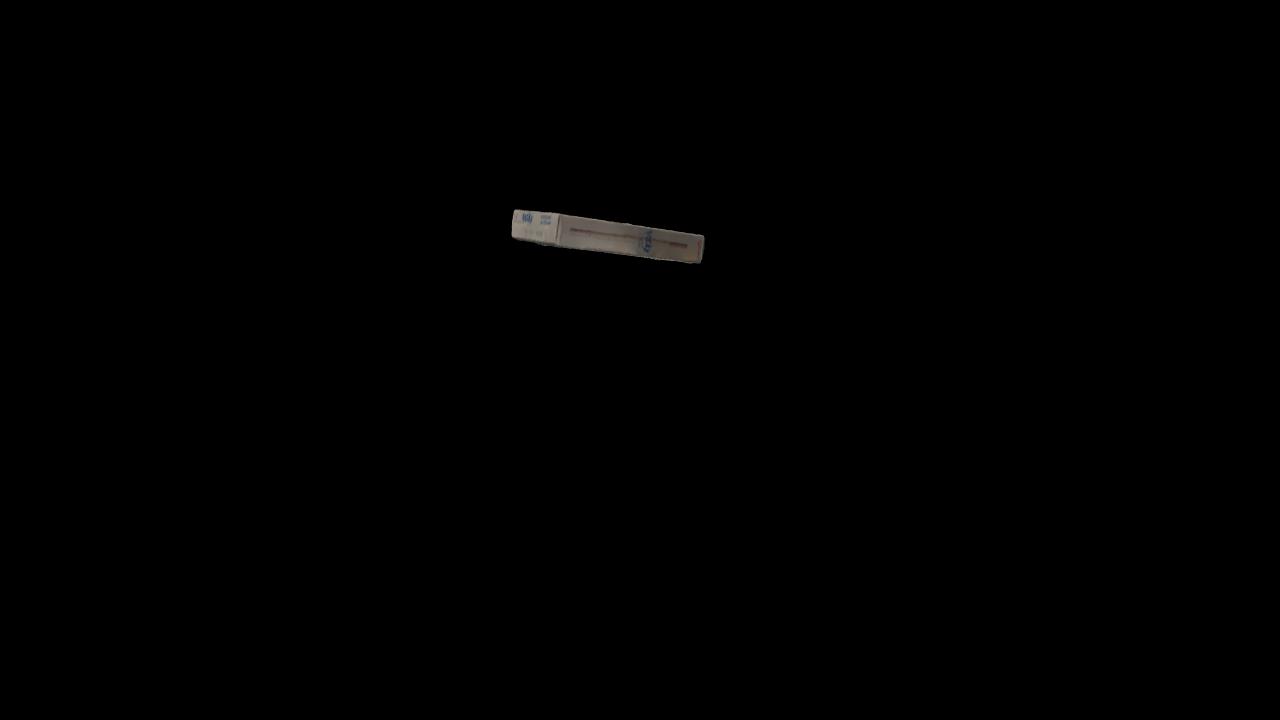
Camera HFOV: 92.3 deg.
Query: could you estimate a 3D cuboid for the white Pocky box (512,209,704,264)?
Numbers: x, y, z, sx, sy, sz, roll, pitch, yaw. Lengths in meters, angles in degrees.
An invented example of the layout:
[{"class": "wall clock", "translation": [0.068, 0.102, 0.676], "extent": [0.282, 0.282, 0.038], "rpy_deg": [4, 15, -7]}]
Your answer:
[{"class": "white Pocky box", "translation": [-0.026, -0.107, 0.543], "extent": [0.154, 0.028, 0.084], "rpy_deg": [0, 12, -38]}]
